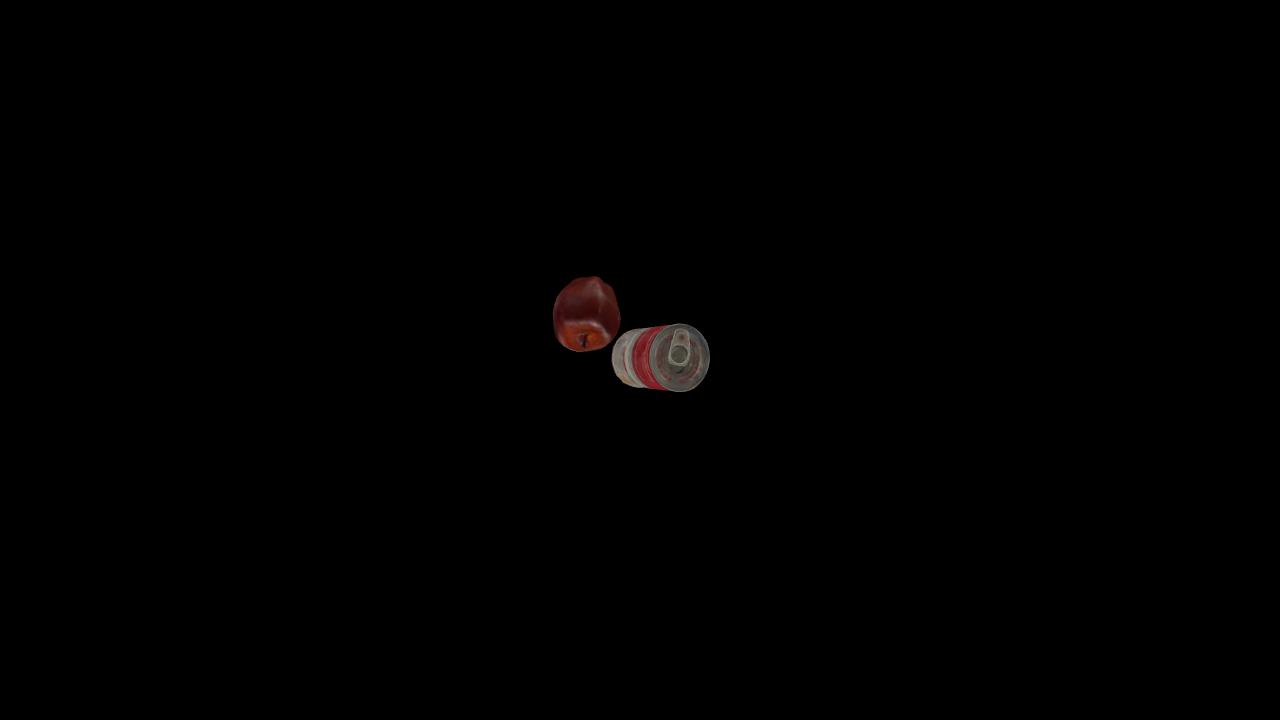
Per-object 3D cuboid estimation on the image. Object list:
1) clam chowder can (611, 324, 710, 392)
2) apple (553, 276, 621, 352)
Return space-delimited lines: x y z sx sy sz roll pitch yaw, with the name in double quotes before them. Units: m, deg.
"clam chowder can" 0.018 -0.002 0.644 0.068 0.068 0.102 0 0 -25
"apple" -0.062 -0.051 0.702 0.079 0.093 0.079 1 -38 1
